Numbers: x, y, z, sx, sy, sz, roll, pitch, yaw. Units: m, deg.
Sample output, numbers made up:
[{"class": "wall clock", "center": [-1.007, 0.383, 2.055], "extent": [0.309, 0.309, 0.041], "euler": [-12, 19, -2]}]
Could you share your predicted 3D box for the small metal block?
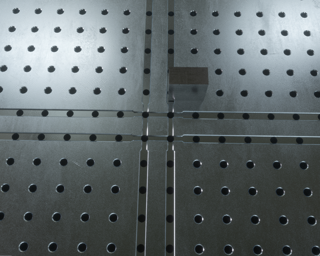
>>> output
[{"class": "small metal block", "center": [0.037, -0.059, 0.420], "extent": [0.050, 0.050, 0.025], "euler": [0, 70, 0]}]
